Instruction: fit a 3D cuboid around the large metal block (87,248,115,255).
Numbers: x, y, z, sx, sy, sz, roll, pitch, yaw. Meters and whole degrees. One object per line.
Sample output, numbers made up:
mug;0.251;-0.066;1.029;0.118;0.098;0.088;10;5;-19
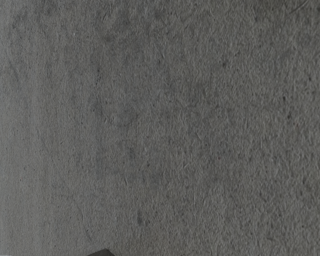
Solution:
large metal block;-0.088;0.226;0.442;0.080;0.081;0.050;21;103;38
